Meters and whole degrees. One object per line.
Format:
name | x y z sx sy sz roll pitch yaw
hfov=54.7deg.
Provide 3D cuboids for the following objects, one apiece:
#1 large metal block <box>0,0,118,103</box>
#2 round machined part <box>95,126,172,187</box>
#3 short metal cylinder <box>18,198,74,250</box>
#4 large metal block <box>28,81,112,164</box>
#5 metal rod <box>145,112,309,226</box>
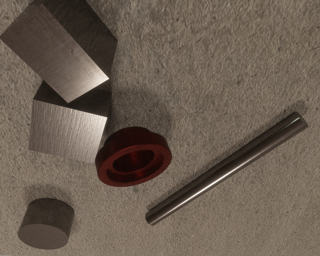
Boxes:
large metal block | -0.089 -0.085 0.297 0.050 0.080 0.080 -27 126 20
round machined part | -0.037 0.035 0.412 0.099 0.042 0.097 -14 144 -10
short metal cylinder | -0.192 0.164 0.528 0.081 0.050 0.079 0 130 0
large metal block | -0.110 -0.009 0.382 0.081 0.050 0.079 14 129 -12
metal rod | 0.084 0.074 0.471 0.025 0.025 0.299 34 122 -26
